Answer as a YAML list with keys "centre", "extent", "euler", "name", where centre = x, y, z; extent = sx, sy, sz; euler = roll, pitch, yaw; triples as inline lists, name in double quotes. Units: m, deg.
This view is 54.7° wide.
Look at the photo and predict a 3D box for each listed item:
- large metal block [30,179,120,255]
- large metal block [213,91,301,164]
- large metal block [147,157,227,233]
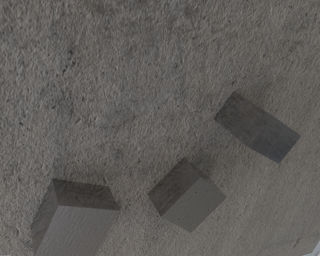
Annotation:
- centre: [-0.111, 0.118, 0.403]
  extent: [0.081, 0.050, 0.080]
  euler: [17, 110, -35]
  name: "large metal block"
- centre: [0.139, -0.001, 0.446]
  extent: [0.080, 0.080, 0.050]
  euler: [25, 105, -37]
  name: "large metal block"
- centre: [0.043, 0.105, 0.479]
  extent: [0.080, 0.050, 0.080]
  euler: [-46, 129, 4]
  name: "large metal block"
